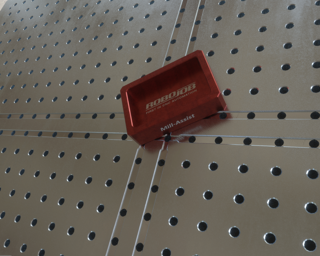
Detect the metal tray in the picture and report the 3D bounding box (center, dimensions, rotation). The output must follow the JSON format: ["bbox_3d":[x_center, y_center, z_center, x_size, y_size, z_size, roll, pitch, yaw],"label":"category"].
[{"bbox_3d":[0.013,-0.042,0.424,0.130,0.030,0.090,-24,53,13],"label":"metal tray"}]
